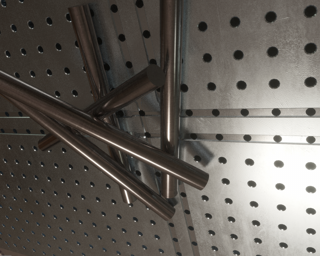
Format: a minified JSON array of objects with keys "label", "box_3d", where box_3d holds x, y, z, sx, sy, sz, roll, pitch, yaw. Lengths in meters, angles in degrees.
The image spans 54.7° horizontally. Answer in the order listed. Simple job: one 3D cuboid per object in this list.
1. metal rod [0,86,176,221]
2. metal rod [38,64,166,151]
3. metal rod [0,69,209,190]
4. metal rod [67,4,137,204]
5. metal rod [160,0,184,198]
[{"label":"metal rod","box_3d":[-0.091,0.040,0.437,0.300,0.025,0.025,42,130,-19]},{"label":"metal rod","box_3d":[-0.100,-0.013,0.424,0.299,0.025,0.025,-23,106,45]},{"label":"metal rod","box_3d":[-0.074,0.003,0.385,0.301,0.025,0.025,27,129,-9]},{"label":"metal rod","box_3d":[-0.073,-0.016,0.438,0.025,0.025,0.298,4,120,26]},{"label":"metal rod","box_3d":[0.013,-0.031,0.383,0.025,0.025,0.298,13,124,21]}]
